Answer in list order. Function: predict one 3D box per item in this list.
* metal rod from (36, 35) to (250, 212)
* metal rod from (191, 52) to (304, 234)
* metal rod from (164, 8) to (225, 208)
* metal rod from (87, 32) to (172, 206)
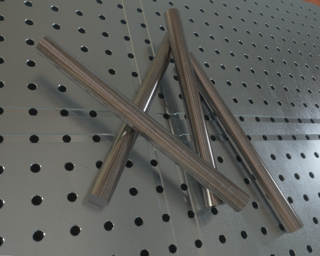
[{"bbox_3d":[-0.019,-0.004,0.366,0.300,0.025,0.025,39,51,-2],"label":"metal rod"},{"bbox_3d":[0.114,0.012,0.461,0.025,0.025,0.299,-18,71,-35],"label":"metal rod"},{"bbox_3d":[0.044,-0.041,0.437,0.025,0.025,0.299,1,67,-28],"label":"metal rod"},{"bbox_3d":[-0.023,-0.036,0.417,0.025,0.025,0.300,29,52,-10],"label":"metal rod"}]
